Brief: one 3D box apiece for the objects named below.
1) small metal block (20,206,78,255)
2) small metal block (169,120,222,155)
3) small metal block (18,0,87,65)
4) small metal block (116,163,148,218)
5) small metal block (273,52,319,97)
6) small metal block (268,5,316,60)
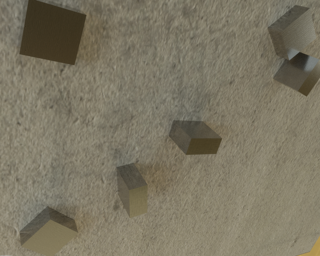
[{"bbox_3d":[-0.148,0.139,0.413,0.050,0.025,0.050,-43,130,1],"label":"small metal block"},{"bbox_3d":[0.048,0.012,0.426,0.050,0.050,0.025,1,118,-29],"label":"small metal block"},{"bbox_3d":[-0.103,-0.092,0.294,0.050,0.025,0.050,6,115,-32],"label":"small metal block"},{"bbox_3d":[-0.039,0.085,0.423,0.025,0.050,0.050,-12,124,-22],"label":"small metal block"},{"bbox_3d":[0.205,-0.081,0.455,0.025,0.050,0.050,19,108,-36],"label":"small metal block"},{"bbox_3d":[0.183,-0.131,0.428,0.050,0.025,0.050,-40,130,-2],"label":"small metal block"}]
